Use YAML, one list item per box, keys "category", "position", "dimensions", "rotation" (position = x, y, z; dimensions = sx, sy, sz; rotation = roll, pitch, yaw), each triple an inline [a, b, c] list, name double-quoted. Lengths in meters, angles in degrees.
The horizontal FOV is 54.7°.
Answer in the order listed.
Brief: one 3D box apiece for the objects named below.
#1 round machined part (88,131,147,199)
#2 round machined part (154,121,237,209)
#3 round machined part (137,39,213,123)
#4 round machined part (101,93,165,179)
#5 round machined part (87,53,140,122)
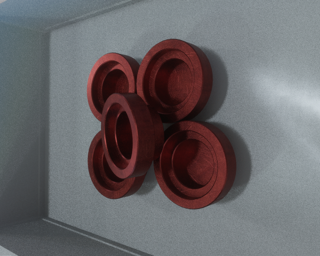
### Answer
- category: "round machined part"
  position: [-0.054, 0.048, 0.436]
  dimensions: [0.098, 0.042, 0.097]
  rotation: [0, 90, 39]
- category: "round machined part"
  position: [0.043, 0.040, 0.356]
  dimensions: [0.098, 0.042, 0.097]
  rotation: [0, 90, 39]
- category: "round machined part"
  position: [0.021, -0.054, 0.374]
  dimensions: [0.098, 0.042, 0.097]
  rotation: [0, 90, 39]
- category: "round machined part"
  position: [-0.030, 0.007, 0.361]
  dimensions: [0.098, 0.042, 0.097]
  rotation: [14, 106, 56]
- category: "round machined part"
  position: [-0.056, -0.054, 0.437]
  dimensions: [0.098, 0.042, 0.097]
  rotation: [0, 90, 39]
